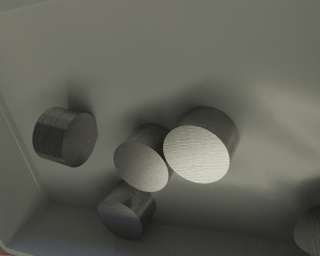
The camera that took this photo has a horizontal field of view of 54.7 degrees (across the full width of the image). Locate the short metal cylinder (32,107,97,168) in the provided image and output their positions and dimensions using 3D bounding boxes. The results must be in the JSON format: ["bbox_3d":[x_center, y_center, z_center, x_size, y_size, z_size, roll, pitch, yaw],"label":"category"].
[{"bbox_3d":[-0.136,0.012,0.450,0.050,0.080,0.079,13,124,21],"label":"short metal cylinder"}]

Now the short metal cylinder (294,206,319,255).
[{"bbox_3d":[0.201,0.130,0.348,0.080,0.080,0.050,-24,105,36],"label":"short metal cylinder"}]

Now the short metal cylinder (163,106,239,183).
[{"bbox_3d":[0.051,0.020,0.377,0.080,0.050,0.079,13,124,20],"label":"short metal cylinder"}]

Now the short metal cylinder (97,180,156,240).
[{"bbox_3d":[-0.053,0.132,0.500,0.080,0.050,0.079,13,124,20],"label":"short metal cylinder"}]

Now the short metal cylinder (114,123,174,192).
[{"bbox_3d":[-0.016,0.040,0.424,0.080,0.050,0.079,13,124,20],"label":"short metal cylinder"}]
